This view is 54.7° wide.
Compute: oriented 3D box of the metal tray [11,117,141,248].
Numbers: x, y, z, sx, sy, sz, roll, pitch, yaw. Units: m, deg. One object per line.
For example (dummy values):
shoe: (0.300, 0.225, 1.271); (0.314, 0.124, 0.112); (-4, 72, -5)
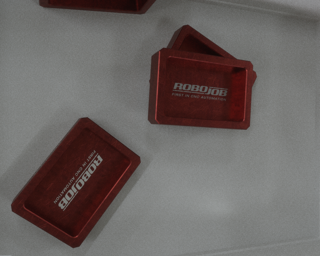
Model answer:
metal tray: (-0.097, 0.063, 0.372); (0.090, 0.030, 0.130); (40, 77, -16)

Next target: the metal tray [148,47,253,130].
metal tray: (0.053, -0.046, 0.394); (0.131, 0.030, 0.089); (4, 89, -20)

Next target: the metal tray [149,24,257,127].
metal tray: (0.062, -0.068, 0.430); (0.131, 0.030, 0.090); (29, 80, -18)

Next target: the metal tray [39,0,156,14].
metal tray: (-0.068, -0.162, 0.350); (0.131, 0.090, 0.030); (-3, 92, -20)
